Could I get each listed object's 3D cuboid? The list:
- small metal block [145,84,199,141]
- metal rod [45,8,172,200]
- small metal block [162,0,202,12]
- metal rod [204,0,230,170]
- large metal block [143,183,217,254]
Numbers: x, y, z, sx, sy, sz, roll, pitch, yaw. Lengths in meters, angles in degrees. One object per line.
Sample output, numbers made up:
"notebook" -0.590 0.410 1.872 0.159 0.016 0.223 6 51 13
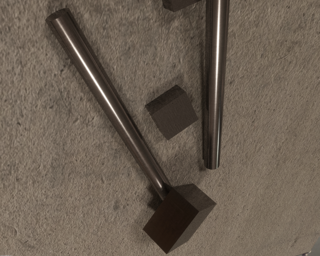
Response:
"small metal block" 0.016 -0.020 0.405 0.050 0.025 0.050 -35 129 -6
"metal rod" -0.043 -0.002 0.383 0.025 0.025 0.299 -33 129 -7
"small metal block" 0.025 -0.157 0.324 0.050 0.025 0.050 -28 128 -11
"metal rod" 0.070 -0.056 0.392 0.025 0.025 0.298 -21 132 -16
"large metal block" 0.032 0.135 0.474 0.080 0.050 0.080 -56 155 12
